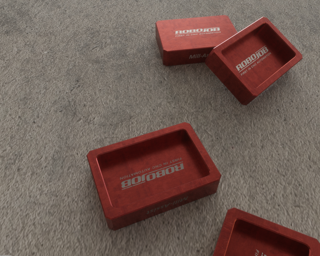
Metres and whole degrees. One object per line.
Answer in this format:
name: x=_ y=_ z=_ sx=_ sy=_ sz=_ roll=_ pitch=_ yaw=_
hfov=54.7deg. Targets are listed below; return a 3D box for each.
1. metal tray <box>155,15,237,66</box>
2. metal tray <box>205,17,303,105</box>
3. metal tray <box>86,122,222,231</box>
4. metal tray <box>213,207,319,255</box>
metal tray: x=0.063 y=-0.151 z=0.527 sx=0.131 sy=0.030 sz=0.090 roll=-7 pitch=50 yaw=-6
metal tray: x=0.143 y=-0.104 z=0.466 sx=0.131 sy=0.030 sz=0.090 roll=-36 pitch=82 yaw=-27
metal tray: x=-0.008 y=0.050 z=0.357 sx=0.131 sy=0.030 sz=0.090 roll=-17 pitch=52 yaw=-14
metal tray: x=0.085 y=0.147 z=0.276 sx=0.090 sy=0.030 sz=0.130 roll=19 pitch=52 yaw=15
